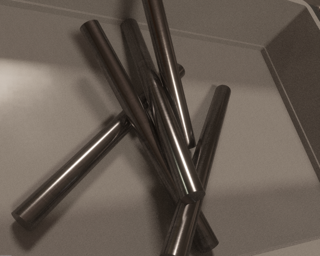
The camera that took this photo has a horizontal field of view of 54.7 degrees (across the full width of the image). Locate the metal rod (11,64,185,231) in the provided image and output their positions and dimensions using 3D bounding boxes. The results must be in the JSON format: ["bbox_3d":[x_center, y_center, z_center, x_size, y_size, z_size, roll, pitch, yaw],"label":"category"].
[{"bbox_3d":[-0.050,-0.001,0.380,0.025,0.025,0.301,42,51,0],"label":"metal rod"}]

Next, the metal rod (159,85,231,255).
[{"bbox_3d":[0.057,0.030,0.387,0.025,0.025,0.301,34,41,-6],"label":"metal rod"}]

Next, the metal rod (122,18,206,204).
[{"bbox_3d":[-0.007,-0.046,0.390,0.025,0.025,0.299,3,48,-27],"label":"metal rod"}]

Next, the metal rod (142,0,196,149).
[{"bbox_3d":[0.001,-0.117,0.392,0.025,0.025,0.298,-20,101,-36],"label":"metal rod"}]

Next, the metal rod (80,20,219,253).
[{"bbox_3d":[-0.015,0.006,0.367,0.025,0.025,0.299,-25,84,-37],"label":"metal rod"}]
